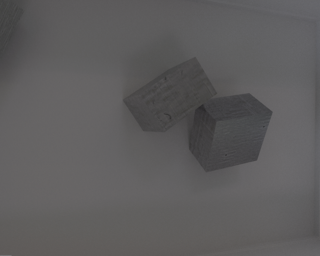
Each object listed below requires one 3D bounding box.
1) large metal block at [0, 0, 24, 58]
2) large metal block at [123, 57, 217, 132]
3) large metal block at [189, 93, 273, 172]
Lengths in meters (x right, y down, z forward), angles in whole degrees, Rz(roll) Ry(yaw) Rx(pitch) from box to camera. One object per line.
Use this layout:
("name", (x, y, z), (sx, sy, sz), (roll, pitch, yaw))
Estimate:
("large metal block", (-0.199, -0.106, 0.305), (0.080, 0.050, 0.080), (32, 77, -52))
("large metal block", (0.009, -0.039, 0.384), (0.080, 0.080, 0.050), (-36, 102, -16))
("large metal block", (0.091, 0.005, 0.411), (0.081, 0.050, 0.079), (-10, 127, -20))
